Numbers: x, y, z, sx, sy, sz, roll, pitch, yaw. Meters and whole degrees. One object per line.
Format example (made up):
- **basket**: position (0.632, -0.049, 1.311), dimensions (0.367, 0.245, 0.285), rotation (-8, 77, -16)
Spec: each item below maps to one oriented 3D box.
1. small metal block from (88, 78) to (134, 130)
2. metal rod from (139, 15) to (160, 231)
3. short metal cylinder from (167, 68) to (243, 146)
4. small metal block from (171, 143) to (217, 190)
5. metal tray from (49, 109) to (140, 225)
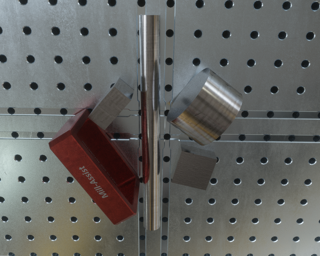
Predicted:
- **small metal block**: position (-0.060, -0.031, 0.387), dimensions (0.025, 0.050, 0.050), rotation (40, 105, -14)
- **metal rod**: position (-0.012, 0.007, 0.415), dimensions (0.025, 0.025, 0.298), rotation (0, 110, 0)
- **short metal cylinder**: position (0.053, -0.026, 0.375), dimensions (0.050, 0.080, 0.080), rotation (36, 106, -13)
- **small metal block**: position (0.047, 0.055, 0.435), dimensions (0.050, 0.025, 0.050), rotation (14, 109, -6)
- **metal tray**: position (-0.076, 0.047, 0.394), dimensions (0.030, 0.090, 0.130), rotation (-31, 108, 10)
